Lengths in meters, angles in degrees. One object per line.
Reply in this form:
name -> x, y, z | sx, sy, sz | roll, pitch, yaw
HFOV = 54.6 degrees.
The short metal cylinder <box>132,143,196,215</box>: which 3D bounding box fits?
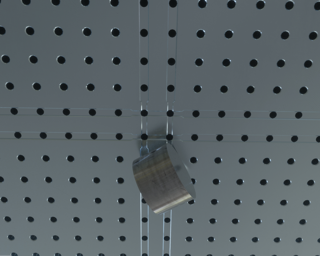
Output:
short metal cylinder -> 0.006, 0.066, 0.408 | 0.050, 0.080, 0.080 | -28, 108, 10
